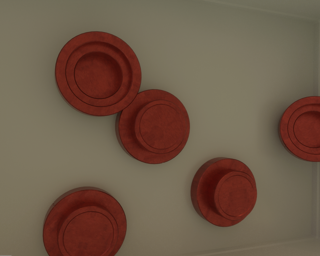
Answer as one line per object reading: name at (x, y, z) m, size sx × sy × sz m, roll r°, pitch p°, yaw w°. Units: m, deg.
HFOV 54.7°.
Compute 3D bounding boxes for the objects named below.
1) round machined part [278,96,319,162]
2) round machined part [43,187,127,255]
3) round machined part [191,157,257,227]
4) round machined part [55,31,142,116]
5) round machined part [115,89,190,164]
round machined part at (0.232, 0.003, 0.474) m, size 0.098 × 0.042 × 0.097 m, roll -1°, pitch 83°, yaw 12°
round machined part at (-0.088, 0.122, 0.370) m, size 0.099 × 0.042 × 0.097 m, roll 0°, pitch 90°, yaw -21°
round machined part at (0.097, 0.092, 0.439) m, size 0.099 × 0.042 × 0.097 m, roll 0°, pitch 90°, yaw -21°
round machined part at (-0.075, -0.062, 0.374) m, size 0.099 × 0.042 × 0.097 m, roll 0°, pitch 90°, yaw -20°
round machined part at (-0.005, -0.002, 0.401) m, size 0.099 × 0.042 × 0.097 m, roll 0°, pitch 90°, yaw -21°
